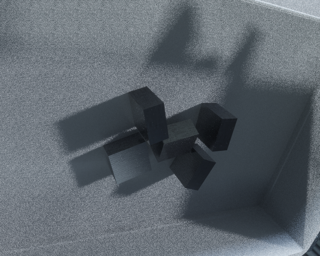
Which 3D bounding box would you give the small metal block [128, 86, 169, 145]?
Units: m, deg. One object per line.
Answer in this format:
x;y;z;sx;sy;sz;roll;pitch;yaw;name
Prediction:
-0.014;-0.016;0.375;0.025;0.050;0.050;-21;126;-16;small metal block

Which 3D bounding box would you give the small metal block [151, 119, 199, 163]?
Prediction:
0.019;0.018;0.417;0.050;0.025;0.050;-15;151;-20;small metal block

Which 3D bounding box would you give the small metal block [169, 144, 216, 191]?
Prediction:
0.046;0.054;0.451;0.025;0.050;0.050;19;108;-36;small metal block

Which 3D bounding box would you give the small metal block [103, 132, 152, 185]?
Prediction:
-0.042;0.040;0.410;0.050;0.025;0.050;-21;127;-16;small metal block

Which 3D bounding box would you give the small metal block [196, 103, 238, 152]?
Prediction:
0.076;-0.002;0.432;0.025;0.050;0.050;-3;120;-27;small metal block
